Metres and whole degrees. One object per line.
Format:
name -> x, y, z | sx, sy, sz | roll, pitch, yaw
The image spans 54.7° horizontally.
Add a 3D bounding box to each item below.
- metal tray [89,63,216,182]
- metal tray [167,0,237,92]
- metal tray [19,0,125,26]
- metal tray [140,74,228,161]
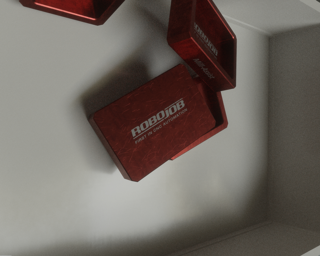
metal tray -> -0.006, -0.008, 0.371 | 0.131, 0.030, 0.090 | -34, 100, -22
metal tray -> 0.060, -0.115, 0.401 | 0.130, 0.030, 0.090 | 33, 57, -48
metal tray -> -0.064, -0.150, 0.283 | 0.091, 0.130, 0.030 | 2, 71, -40
metal tray -> 0.038, -0.021, 0.437 | 0.131, 0.030, 0.089 | -26, 107, -37
